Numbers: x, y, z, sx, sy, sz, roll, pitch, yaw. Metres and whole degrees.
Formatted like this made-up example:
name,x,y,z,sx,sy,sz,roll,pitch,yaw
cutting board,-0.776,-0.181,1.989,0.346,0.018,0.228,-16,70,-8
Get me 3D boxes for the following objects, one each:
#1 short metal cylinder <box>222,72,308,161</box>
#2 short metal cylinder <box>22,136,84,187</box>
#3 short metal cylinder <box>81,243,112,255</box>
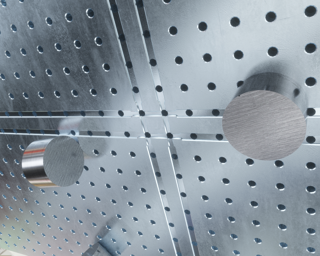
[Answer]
name,x,y,z,sx,sy,sz,roll,pitch,yaw
short metal cylinder,0.112,-0.013,0.328,0.080,0.050,0.079,13,124,20
short metal cylinder,-0.169,0.055,0.496,0.050,0.080,0.080,-9,114,32
short metal cylinder,-0.133,0.277,0.615,0.050,0.080,0.080,47,129,-5
